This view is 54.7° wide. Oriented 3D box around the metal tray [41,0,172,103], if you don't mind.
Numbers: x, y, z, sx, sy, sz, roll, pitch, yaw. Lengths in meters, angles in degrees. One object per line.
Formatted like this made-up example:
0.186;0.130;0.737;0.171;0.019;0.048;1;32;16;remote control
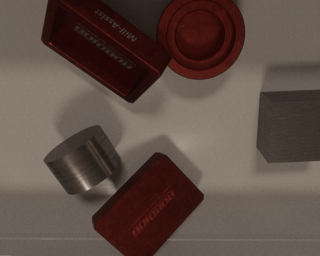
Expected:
-0.063;-0.089;0.345;0.130;0.090;0.030;35;62;-13;metal tray

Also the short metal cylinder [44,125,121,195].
-0.098;0.039;0.395;0.080;0.080;0.050;-26;108;9;short metal cylinder

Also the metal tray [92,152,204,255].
-0.015;0.109;0.422;0.130;0.030;0.090;-45;106;-11;metal tray

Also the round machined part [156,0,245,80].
0.045;-0.109;0.363;0.099;0.042;0.097;0;110;-1;round machined part

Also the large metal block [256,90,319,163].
0.174;-0.003;0.399;0.081;0.050;0.079;-3;110;0;large metal block
